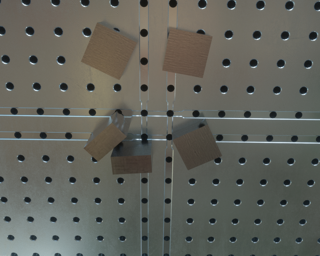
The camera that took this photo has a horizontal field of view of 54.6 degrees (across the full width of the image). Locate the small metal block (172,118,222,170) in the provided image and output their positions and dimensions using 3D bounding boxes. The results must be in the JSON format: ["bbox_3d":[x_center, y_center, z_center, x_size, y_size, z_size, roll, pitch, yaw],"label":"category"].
[{"bbox_3d":[0.050,0.022,0.422,0.050,0.025,0.050,-24,108,8],"label":"small metal block"}]

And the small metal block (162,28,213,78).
[{"bbox_3d":[0.032,-0.092,0.380,0.050,0.025,0.050,10,110,-4],"label":"small metal block"}]

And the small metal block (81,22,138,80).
[{"bbox_3d":[-0.061,-0.094,0.378,0.050,0.025,0.050,25,108,-9],"label":"small metal block"}]

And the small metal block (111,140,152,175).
[{"bbox_3d":[-0.036,0.038,0.414,0.050,0.050,0.025,-3,110,1],"label":"small metal block"}]

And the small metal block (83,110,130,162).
[{"bbox_3d":[-0.067,0.009,0.403,0.050,0.050,0.025,-41,105,13],"label":"small metal block"}]
